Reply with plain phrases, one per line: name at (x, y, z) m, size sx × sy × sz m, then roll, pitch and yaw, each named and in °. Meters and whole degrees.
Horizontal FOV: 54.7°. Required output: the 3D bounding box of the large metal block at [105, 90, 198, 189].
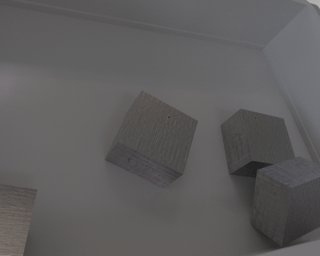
large metal block at (-0.009, 0.014, 0.376) m, size 0.080 × 0.050 × 0.080 m, roll 28°, pitch 52°, yaw -11°

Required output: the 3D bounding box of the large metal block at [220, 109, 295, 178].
large metal block at (0.142, 0.025, 0.450) m, size 0.081 × 0.050 × 0.080 m, roll 10°, pitch 57°, yaw -23°

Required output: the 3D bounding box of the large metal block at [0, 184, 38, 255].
large metal block at (-0.147, 0.086, 0.237) m, size 0.081 × 0.050 × 0.080 m, roll 15°, pitch 26°, yaw -20°

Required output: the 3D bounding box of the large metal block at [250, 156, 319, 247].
large metal block at (0.167, 0.090, 0.394) m, size 0.081 × 0.079 × 0.050 m, roll -11°, pitch 22°, yaw -29°
